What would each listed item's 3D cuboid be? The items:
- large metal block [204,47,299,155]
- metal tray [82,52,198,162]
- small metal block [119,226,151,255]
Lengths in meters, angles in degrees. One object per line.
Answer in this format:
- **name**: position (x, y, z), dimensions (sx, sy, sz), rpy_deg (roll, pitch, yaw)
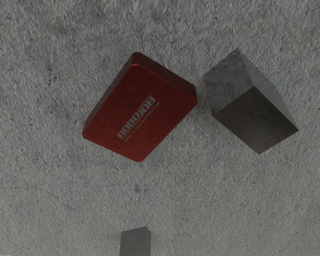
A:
- **large metal block**: position (0.099, -0.030, 0.346), dimensions (0.080, 0.080, 0.050), rpy_deg (36, 121, -27)
- **metal tray**: position (-0.027, -0.019, 0.387), dimensions (0.090, 0.030, 0.129), rpy_deg (28, 125, -22)
- **small metal block**: position (-0.045, 0.216, 0.574), dimensions (0.050, 0.050, 0.025), rpy_deg (-17, 128, 14)
